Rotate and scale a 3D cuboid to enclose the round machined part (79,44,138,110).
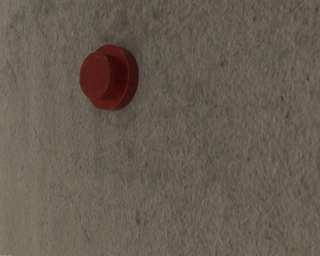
[{"bbox_3d":[-0.082,-0.075,0.459,0.098,0.042,0.097,0,90,39],"label":"round machined part"}]
